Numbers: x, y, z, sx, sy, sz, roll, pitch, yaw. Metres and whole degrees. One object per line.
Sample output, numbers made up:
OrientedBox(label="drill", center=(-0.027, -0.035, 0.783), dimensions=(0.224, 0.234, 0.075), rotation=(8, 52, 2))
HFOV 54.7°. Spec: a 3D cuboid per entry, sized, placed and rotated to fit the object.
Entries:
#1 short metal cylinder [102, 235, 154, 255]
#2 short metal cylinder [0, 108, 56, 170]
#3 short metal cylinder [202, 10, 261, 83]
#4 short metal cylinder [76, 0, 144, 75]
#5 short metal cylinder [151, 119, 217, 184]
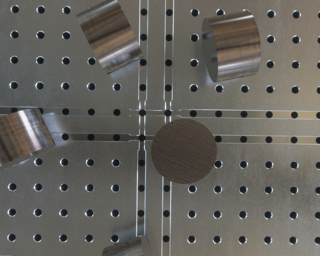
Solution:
OrientedBox(label="short metal cylinder", center=(-0.033, 0.181, 0.386), dimensions=(0.050, 0.080, 0.080), rotation=(-19, 90, 0))
OrientedBox(label="short metal cylinder", center=(-0.178, 0.015, 0.384), dimensions=(0.080, 0.080, 0.050), rotation=(-25, 90, 0))
OrientedBox(label="short metal cylinder", center=(0.086, -0.101, 0.387), dimensions=(0.050, 0.080, 0.080), rotation=(-11, 90, 0))
OrientedBox(label="short metal cylinder", center=(-0.061, -0.114, 0.385), dimensions=(0.050, 0.080, 0.080), rotation=(-27, 90, 0))
OrientedBox(label="short metal cylinder", center=(0.029, 0.028, 0.401), dimensions=(0.081, 0.050, 0.079), rotation=(0, 90, -1))
